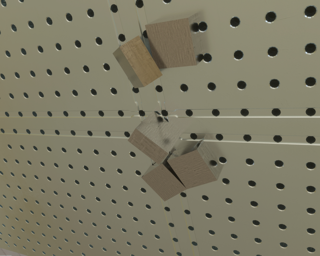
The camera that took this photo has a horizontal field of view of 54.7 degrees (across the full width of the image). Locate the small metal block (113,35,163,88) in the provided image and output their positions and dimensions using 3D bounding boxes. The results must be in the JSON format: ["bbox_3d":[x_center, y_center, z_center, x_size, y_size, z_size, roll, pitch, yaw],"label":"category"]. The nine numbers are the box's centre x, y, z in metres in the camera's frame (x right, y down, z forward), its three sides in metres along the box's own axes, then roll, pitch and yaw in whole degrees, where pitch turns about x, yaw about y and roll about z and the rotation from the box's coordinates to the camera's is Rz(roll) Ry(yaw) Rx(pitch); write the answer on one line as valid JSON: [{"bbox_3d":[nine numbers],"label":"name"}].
[{"bbox_3d":[-0.027,-0.075,0.361,0.050,0.025,0.050,58,169,-14],"label":"small metal block"}]

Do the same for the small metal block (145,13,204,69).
[{"bbox_3d":[0.017,-0.095,0.343,0.050,0.025,0.050,0,119,27],"label":"small metal block"}]

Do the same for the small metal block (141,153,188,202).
[{"bbox_3d":[0.010,0.072,0.449,0.050,0.025,0.050,47,129,-5],"label":"small metal block"}]

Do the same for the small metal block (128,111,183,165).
[{"bbox_3d":[-0.005,0.011,0.404,0.050,0.050,0.025,38,129,2],"label":"small metal block"}]

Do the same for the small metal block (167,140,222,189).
[{"bbox_3d":[0.047,0.050,0.416,0.050,0.025,0.050,-26,105,36],"label":"small metal block"}]
